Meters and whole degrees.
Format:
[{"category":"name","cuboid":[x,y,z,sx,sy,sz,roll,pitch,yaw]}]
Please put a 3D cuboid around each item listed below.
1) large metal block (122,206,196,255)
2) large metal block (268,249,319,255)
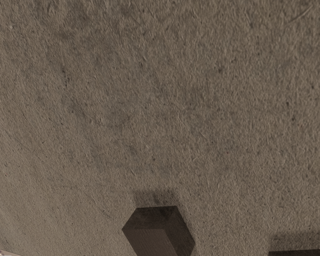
[{"category":"large metal block","cuboid":[-0.001,0.175,0.498,0.080,0.050,0.080,-13,112,33]},{"category":"large metal block","cuboid":[0.199,0.214,0.418,0.080,0.050,0.080,-20,108,35]}]
